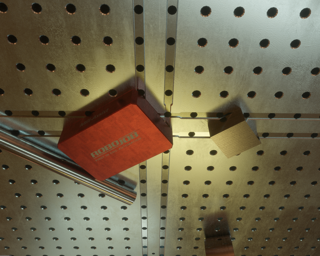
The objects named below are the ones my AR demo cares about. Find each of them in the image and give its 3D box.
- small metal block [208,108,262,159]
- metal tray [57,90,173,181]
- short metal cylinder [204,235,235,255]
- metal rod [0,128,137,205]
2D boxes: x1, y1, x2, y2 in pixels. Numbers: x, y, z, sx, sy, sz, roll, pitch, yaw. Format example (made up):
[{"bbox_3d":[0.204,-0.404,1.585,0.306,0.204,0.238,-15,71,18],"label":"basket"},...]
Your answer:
[{"bbox_3d":[0.101,0.009,0.421,0.050,0.025,0.050,-29,125,22],"label":"small metal block"},{"bbox_3d":[-0.059,0.015,0.420,0.130,0.030,0.090,-27,126,21],"label":"metal tray"},{"bbox_3d":[0.117,0.248,0.589,0.050,0.080,0.080,-11,129,9],"label":"short metal cylinder"},{"bbox_3d":[-0.164,0.045,0.447,0.301,0.025,0.025,30,124,-24],"label":"metal rod"}]
